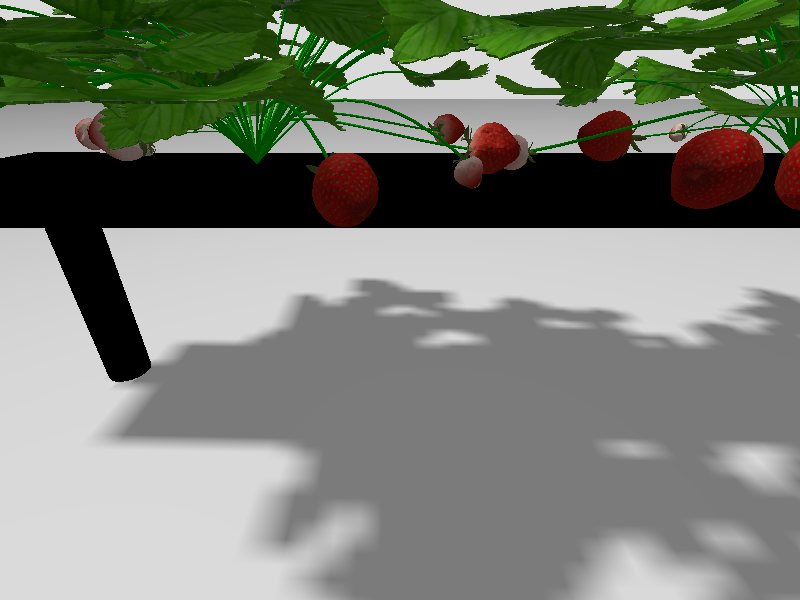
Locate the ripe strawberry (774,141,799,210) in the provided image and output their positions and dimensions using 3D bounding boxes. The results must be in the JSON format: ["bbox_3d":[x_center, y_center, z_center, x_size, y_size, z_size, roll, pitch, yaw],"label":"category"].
[{"bbox_3d":[0.216,-0.064,0.201,0.039,0.041,0.042,21,35,34],"label":"ripe strawberry"}]

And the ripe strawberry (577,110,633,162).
[{"bbox_3d":[0.174,-0.140,0.344,0.042,0.041,0.039,3,28,7],"label":"ripe strawberry"}]

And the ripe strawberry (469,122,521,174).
[{"bbox_3d":[0.066,-0.105,0.279,0.035,0.035,0.038,8,29,14],"label":"ripe strawberry"}]

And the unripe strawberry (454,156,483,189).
[{"bbox_3d":[0.043,-0.078,0.247,0.018,0.019,0.021,-25,9,40],"label":"unripe strawberry"}]

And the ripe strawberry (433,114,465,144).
[{"bbox_3d":[0.053,-0.182,0.427,0.031,0.031,0.034,-16,32,-29],"label":"ripe strawberry"}]

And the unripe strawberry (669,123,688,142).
[{"bbox_3d":[0.316,-0.190,0.454,0.017,0.020,0.019,-3,8,-5],"label":"unripe strawberry"}]

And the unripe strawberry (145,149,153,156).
[{"bbox_3d":[-0.236,-0.139,0.372,0.011,0.011,0.011,-25,15,31],"label":"unripe strawberry"}]

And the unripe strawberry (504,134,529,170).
[{"bbox_3d":[0.083,-0.112,0.305,0.026,0.026,0.025,-3,28,-5],"label":"unripe strawberry"}]

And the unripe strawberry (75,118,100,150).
[{"bbox_3d":[-0.307,-0.165,0.397,0.028,0.029,0.025,10,30,20],"label":"unripe strawberry"}]

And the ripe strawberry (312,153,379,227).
[{"bbox_3d":[-0.023,-0.048,0.180,0.030,0.032,0.033,-15,50,-26],"label":"ripe strawberry"}]

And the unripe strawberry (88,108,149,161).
[{"bbox_3d":[-0.244,-0.142,0.344,0.045,0.043,0.041,4,28,8],"label":"unripe strawberry"}]

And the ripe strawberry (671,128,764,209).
[{"bbox_3d":[0.159,-0.066,0.205,0.041,0.040,0.038,-21,35,-33],"label":"ripe strawberry"}]
